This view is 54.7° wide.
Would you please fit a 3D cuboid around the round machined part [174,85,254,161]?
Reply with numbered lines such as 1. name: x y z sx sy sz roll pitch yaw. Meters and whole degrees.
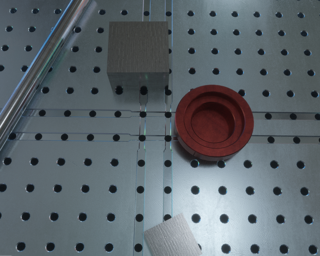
1. round machined part: 0.068 -0.004 0.405 0.099 0.042 0.098 0 70 -1

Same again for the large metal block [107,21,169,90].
1. large metal block: -0.029 -0.101 0.435 0.081 0.050 0.080 -1 70 -1

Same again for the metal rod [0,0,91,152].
1. metal rod: -0.171 -0.086 0.441 0.025 0.025 0.300 21 71 7

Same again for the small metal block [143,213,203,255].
1. small metal block: 0.014 0.134 0.363 0.050 0.025 0.050 -24 72 -9
